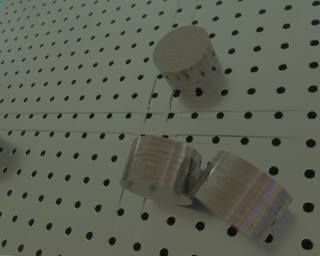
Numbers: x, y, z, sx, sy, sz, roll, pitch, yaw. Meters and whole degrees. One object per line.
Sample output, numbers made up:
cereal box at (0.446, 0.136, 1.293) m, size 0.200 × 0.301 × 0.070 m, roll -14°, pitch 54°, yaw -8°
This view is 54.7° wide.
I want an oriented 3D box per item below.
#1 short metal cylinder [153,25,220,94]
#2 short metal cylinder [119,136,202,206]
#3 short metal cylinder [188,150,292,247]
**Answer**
short metal cylinder at (0.037, -0.094, 0.429) m, size 0.080 × 0.050 × 0.080 m, roll -13°, pitch 56°, yaw 21°
short metal cylinder at (0.002, 0.049, 0.341) m, size 0.080 × 0.080 × 0.050 m, roll 2°, pitch 63°, yaw 29°
short metal cylinder at (0.074, 0.065, 0.293) m, size 0.080 × 0.080 × 0.050 m, roll 31°, pitch 79°, yaw 37°
